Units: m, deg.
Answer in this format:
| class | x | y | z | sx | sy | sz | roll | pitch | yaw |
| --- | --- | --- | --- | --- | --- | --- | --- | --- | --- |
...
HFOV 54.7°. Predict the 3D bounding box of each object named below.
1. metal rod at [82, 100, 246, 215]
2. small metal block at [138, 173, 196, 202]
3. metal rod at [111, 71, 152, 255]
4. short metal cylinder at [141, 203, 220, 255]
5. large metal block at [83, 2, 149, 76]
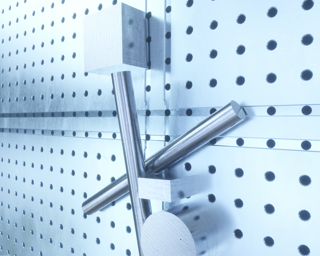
| class | x | y | z | sx | sy | sz | roll | pitch | yaw |
| --- | --- | --- | --- | --- | --- | --- | --- | --- | --- |
| metal rod | -0.015 | 0.055 | 0.419 | 0.299 | 0.025 | 0.025 | -37 | 68 | 33 |
| small metal block | 0.009 | 0.072 | 0.384 | 0.050 | 0.050 | 0.025 | -3 | 88 | 39 |
| metal rod | -0.028 | 0.078 | 0.400 | 0.025 | 0.025 | 0.298 | -4 | 97 | 39 |
| short metal cylinder | 0.024 | 0.135 | 0.372 | 0.080 | 0.050 | 0.079 | 0 | 90 | 39 |
| large metal block | -0.064 | -0.122 | 0.443 | 0.080 | 0.050 | 0.079 | -2 | 89 | 39 |
